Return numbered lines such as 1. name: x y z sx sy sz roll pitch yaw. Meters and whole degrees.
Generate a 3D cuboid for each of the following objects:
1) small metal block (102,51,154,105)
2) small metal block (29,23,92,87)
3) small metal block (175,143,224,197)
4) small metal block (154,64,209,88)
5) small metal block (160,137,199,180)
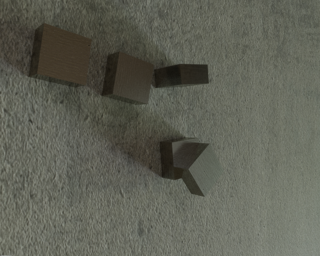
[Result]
1. small metal block: -0.038 -0.058 0.372 0.050 0.025 0.050 13 82 -39
2. small metal block: -0.102 -0.072 0.319 0.050 0.025 0.050 10 84 -40
3. small metal block: 0.054 0.055 0.418 0.050 0.025 0.050 -45 118 -30
4. small metal block: 0.029 -0.069 0.412 0.050 0.050 0.025 -9 96 -40
5. small metal block: 0.029 0.041 0.428 0.050 0.025 0.050 -7 95 -40
